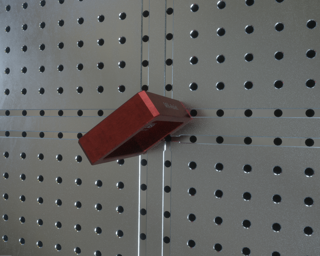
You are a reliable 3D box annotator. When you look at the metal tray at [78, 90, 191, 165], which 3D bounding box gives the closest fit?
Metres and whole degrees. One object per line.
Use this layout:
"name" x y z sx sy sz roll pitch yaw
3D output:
"metal tray" -0.022 0.001 0.364 0.090 0.130 0.030 -36 78 16
